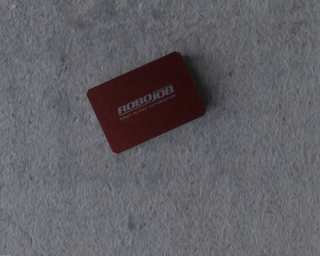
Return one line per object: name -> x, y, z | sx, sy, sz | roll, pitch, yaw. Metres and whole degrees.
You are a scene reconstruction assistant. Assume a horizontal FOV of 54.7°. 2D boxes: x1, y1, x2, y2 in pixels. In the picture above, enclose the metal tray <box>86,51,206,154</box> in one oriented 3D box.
metal tray -> -0.017, -0.033, 0.407 | 0.131, 0.030, 0.090 | -24, 90, -1
